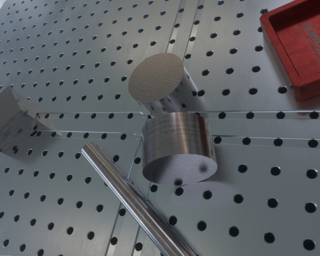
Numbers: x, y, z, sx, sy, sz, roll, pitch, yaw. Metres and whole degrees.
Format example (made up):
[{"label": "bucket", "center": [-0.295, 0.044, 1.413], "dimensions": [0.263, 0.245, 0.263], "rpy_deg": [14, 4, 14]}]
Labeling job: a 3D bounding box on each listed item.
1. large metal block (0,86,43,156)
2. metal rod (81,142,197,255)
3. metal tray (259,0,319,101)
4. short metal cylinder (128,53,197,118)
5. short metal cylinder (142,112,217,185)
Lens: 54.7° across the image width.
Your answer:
[{"label": "large metal block", "center": [-0.264, -0.013, 0.539], "dimensions": [0.080, 0.050, 0.080], "rpy_deg": [-43, 51, -2]}, {"label": "metal rod", "center": [-0.010, 0.105, 0.348], "dimensions": [0.025, 0.025, 0.300], "rpy_deg": [-47, 51, -4]}, {"label": "metal tray", "center": [0.185, -0.103, 0.371], "dimensions": [0.090, 0.030, 0.130], "rpy_deg": [-20, 54, 16]}, {"label": "short metal cylinder", "center": [0.004, -0.055, 0.424], "dimensions": [0.080, 0.050, 0.080], "rpy_deg": [-13, 56, 21]}, {"label": "short metal cylinder", "center": [0.020, 0.026, 0.347], "dimensions": [0.080, 0.080, 0.050], "rpy_deg": [-16, 55, 19]}]
